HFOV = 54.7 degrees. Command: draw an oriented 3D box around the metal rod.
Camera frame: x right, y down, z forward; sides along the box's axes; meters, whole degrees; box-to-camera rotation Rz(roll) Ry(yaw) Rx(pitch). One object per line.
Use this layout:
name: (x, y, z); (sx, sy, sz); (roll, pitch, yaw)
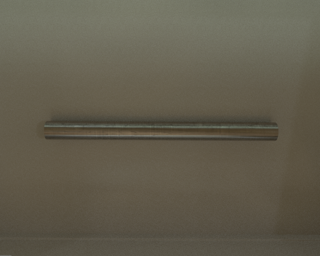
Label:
metal rod: (0.002, 0.004, 0.411); (0.302, 0.025, 0.025); (0, 110, -1)
